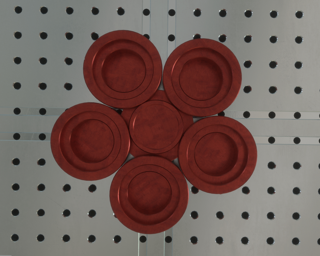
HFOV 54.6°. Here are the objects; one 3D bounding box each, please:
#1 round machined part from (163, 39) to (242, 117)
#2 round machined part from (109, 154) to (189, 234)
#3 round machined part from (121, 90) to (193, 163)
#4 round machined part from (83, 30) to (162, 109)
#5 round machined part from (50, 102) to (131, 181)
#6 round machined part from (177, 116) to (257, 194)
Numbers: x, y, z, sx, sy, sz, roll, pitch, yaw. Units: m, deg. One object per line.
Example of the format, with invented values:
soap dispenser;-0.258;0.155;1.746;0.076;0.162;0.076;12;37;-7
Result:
round machined part;0.053;-0.063;0.405;0.099;0.042;0.097;0;90;0
round machined part;-0.013;0.083;0.404;0.099;0.042;0.097;0;90;0
round machined part;-0.005;-0.001;0.404;0.099;0.042;0.097;0;90;0
round machined part;-0.046;-0.073;0.404;0.099;0.042;0.097;0;90;0
round machined part;-0.086;0.016;0.404;0.099;0.042;0.097;0;90;0
round machined part;0.072;0.033;0.405;0.099;0.042;0.097;0;90;0
